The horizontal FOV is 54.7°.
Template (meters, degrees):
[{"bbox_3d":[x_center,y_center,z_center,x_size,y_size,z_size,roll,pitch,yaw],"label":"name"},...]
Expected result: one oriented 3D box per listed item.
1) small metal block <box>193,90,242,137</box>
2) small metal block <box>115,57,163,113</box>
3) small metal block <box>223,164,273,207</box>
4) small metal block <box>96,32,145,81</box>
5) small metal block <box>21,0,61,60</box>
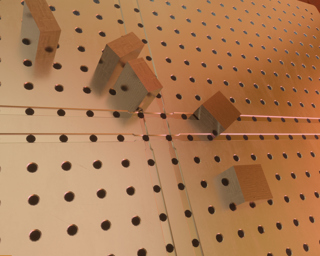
[{"bbox_3d":[0.088,-0.022,0.471,0.050,0.025,0.050,48,51,5],"label":"small metal block"},{"bbox_3d":[-0.029,-0.057,0.412,0.025,0.050,0.050,-25,76,-37],"label":"small metal block"},{"bbox_3d":[0.121,0.079,0.427,0.050,0.025,0.050,1,61,-28],"label":"small metal block"},{"bbox_3d":[-0.054,-0.098,0.424,0.025,0.050,0.050,46,51,3],"label":"small metal block"},{"bbox_3d":[-0.150,-0.123,0.387,0.025,0.050,0.050,-19,72,-35],"label":"small metal block"}]
